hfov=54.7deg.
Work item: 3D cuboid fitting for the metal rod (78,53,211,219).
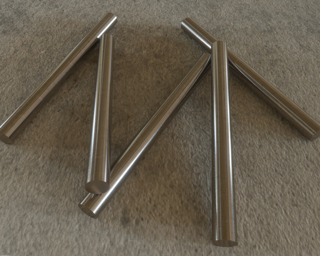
[{"bbox_3d":[0.000,-0.010,0.411,0.025,0.025,0.301,25,54,19],"label":"metal rod"}]

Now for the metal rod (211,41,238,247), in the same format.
[{"bbox_3d":[0.078,-0.006,0.395,0.025,0.025,0.300,4,54,3],"label":"metal rod"}]

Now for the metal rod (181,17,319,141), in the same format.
[{"bbox_3d":[0.126,-0.090,0.480,0.025,0.025,0.300,-25,55,-20],"label":"metal rod"}]

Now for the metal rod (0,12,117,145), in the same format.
[{"bbox_3d":[-0.144,-0.094,0.480,0.025,0.025,0.301,17,52,13],"label":"metal rod"}]

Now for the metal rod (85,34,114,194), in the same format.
[{"bbox_3d":[-0.077,-0.045,0.422,0.025,0.025,0.300,-4,45,-4],"label":"metal rod"}]
